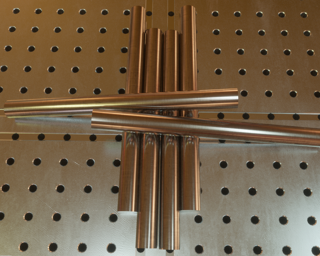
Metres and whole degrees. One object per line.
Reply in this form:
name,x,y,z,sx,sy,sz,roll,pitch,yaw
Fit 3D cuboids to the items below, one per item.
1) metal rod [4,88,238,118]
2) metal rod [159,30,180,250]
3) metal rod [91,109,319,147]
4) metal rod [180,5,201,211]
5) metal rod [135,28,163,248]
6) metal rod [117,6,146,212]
metal rod,-0.055,-0.031,0.398,0.301,0.025,0.025,-2,70,9
metal rod,0.014,0.001,0.412,0.025,0.025,0.299,1,70,0
metal rod,0.069,0.002,0.390,0.302,0.025,0.025,5,70,-8
metal rod,0.040,-0.040,0.426,0.025,0.025,0.299,1,70,0
metal rod,-0.012,-0.001,0.411,0.025,0.025,0.299,1,70,0
metal rod,-0.036,-0.039,0.425,0.025,0.025,0.299,1,70,0
